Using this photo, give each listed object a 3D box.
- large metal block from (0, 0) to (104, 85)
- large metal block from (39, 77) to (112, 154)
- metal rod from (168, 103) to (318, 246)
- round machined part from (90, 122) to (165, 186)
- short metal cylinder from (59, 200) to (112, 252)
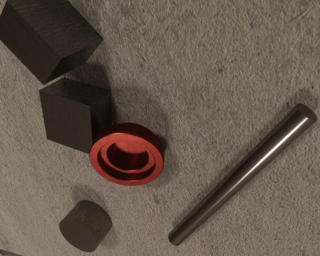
[{"bbox_3d":[-0.130,-0.110,0.370,0.080,0.080,0.050,47,129,-6],"label":"large metal block"},{"bbox_3d":[-0.116,-0.018,0.439,0.080,0.050,0.079,17,125,18],"label":"large metal block"},{"bbox_3d":[0.088,0.082,0.410,0.025,0.025,0.298,36,129,4],"label":"metal rod"},{"bbox_3d":[-0.042,0.031,0.423,0.099,0.042,0.097,3,129,4],"label":"round machined part"},{"bbox_3d":[-0.137,0.181,0.572,0.080,0.050,0.079,13,124,20],"label":"short metal cylinder"}]
